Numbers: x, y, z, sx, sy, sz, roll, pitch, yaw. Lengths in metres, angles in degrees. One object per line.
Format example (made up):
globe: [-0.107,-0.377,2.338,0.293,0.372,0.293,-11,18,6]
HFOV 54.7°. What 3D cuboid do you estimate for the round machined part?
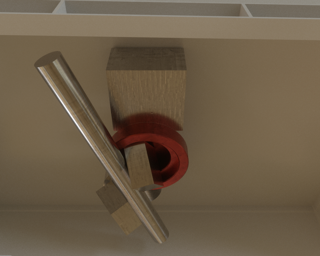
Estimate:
round machined part: [-0.015,0.030,0.383,0.099,0.042,0.097,-1,130,0]

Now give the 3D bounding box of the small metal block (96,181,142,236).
small metal block: [-0.055,0.106,0.412,0.025,0.050,0.050,-35,129,-15]

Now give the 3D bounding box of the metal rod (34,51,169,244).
metal rod: [-0.047,0.048,0.356,0.025,0.025,0.299,-15,129,12]

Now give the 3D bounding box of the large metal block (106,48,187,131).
large metal block: [-0.014,-0.043,0.352,0.081,0.050,0.079,0,130,-1]

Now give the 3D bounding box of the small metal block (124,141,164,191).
small metal block: [-0.018,0.046,0.367,0.025,0.050,0.050,-17,163,9]

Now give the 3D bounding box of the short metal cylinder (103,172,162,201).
short metal cylinder: [-0.038,0.067,0.448,0.081,0.050,0.079,0,130,0]
